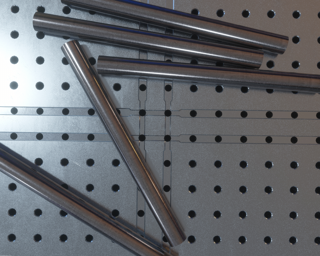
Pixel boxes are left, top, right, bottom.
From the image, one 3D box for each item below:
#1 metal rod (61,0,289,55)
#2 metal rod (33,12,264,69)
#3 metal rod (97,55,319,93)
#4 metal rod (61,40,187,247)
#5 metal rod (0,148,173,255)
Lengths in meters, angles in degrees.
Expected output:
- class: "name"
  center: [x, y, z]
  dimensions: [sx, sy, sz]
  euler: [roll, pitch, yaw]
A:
- class: "metal rod"
  center: [0.020, -0.144, 0.413]
  dimensions: [0.302, 0.025, 0.025]
  euler: [13, 90, -1]
- class: "metal rod"
  center: [-0.015, -0.116, 0.413]
  dimensions: [0.302, 0.025, 0.025]
  euler: [10, 90, -1]
- class: "metal rod"
  center: [0.069, -0.071, 0.414]
  dimensions: [0.302, 0.025, 0.025]
  euler: [5, 90, -1]
- class: "metal rod"
  center: [-0.048, 0.020, 0.412]
  dimensions: [0.025, 0.025, 0.299]
  euler: [-29, 90, 0]
- class: "metal rod"
  center: [-0.107, 0.108, 0.412]
  dimensions: [0.301, 0.025, 0.025]
  euler: [32, 90, -1]
